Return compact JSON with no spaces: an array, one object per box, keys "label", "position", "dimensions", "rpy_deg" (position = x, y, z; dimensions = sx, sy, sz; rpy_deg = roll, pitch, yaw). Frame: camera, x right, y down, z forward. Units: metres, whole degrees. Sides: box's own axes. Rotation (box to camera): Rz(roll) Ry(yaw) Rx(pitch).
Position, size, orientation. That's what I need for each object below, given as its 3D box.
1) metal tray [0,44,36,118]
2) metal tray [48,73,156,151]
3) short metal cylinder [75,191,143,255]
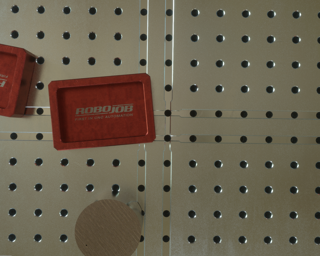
[{"label":"metal tray","position":[-0.242,-0.069,0.407],"dimensions":[0.131,0.030,0.089],"rpy_deg":[11,90,-1]},{"label":"metal tray","position":[-0.074,-0.021,0.409],"dimensions":[0.131,0.030,0.089],"rpy_deg":[-5,90,-1]},{"label":"short metal cylinder","position":[-0.063,0.126,0.400],"dimensions":[0.081,0.050,0.079],"rpy_deg":[0,90,-1]}]
